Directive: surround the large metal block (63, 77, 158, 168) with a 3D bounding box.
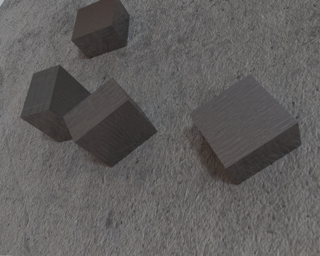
[{"bbox_3d":[-0.063,-0.005,0.405,0.080,0.080,0.050,-38,51,2],"label":"large metal block"}]

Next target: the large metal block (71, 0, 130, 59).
[{"bbox_3d":[-0.104,-0.180,0.553,0.080,0.050,0.080,-13,56,21],"label":"large metal block"}]

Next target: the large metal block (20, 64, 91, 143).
[{"bbox_3d":[-0.153,-0.035,0.470,0.050,0.080,0.080,-13,57,21],"label":"large metal block"}]

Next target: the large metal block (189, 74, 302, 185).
[{"bbox_3d":[0.092,0.001,0.339,0.080,0.050,0.080,-34,51,6],"label":"large metal block"}]
